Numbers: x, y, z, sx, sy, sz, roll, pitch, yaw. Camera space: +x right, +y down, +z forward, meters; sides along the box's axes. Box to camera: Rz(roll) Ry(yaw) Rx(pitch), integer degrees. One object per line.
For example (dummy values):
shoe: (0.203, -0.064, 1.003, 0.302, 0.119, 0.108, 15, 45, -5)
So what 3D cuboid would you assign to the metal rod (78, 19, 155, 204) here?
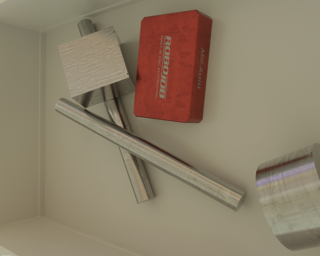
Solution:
metal rod: (-0.070, -0.035, 0.462, 0.025, 0.025, 0.299, -33, 70, 35)

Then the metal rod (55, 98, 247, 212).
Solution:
metal rod: (-0.032, 0.022, 0.405, 0.300, 0.025, 0.025, 26, 106, 28)

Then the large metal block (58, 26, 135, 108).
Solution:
large metal block: (-0.086, -0.084, 0.436, 0.080, 0.050, 0.080, -19, 76, 3)

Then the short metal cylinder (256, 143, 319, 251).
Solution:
short metal cylinder: (0.127, 0.059, 0.266, 0.050, 0.081, 0.080, -30, 72, 36)

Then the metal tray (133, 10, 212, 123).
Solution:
metal tray: (0.014, -0.075, 0.391, 0.090, 0.030, 0.129, 9, 95, 39)
